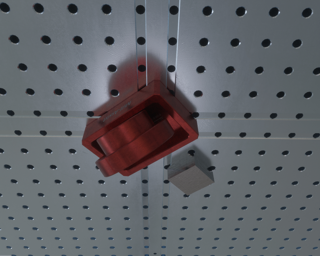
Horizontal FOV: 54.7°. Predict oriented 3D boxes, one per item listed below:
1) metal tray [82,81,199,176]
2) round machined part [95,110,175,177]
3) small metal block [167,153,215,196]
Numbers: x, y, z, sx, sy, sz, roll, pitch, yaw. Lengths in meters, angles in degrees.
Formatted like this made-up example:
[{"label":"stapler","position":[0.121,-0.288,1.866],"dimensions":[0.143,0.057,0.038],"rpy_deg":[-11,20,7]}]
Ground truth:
[{"label":"metal tray","position":[-0.026,0.006,0.413],"dimensions":[0.130,0.030,0.090],"rpy_deg":[-31,124,23]},{"label":"round machined part","position":[-0.035,0.013,0.367],"dimensions":[0.098,0.098,0.042],"rpy_deg":[-31,94,23]},{"label":"small metal block","position":[0.047,0.072,0.473],"dimensions":[0.050,0.025,0.050],"rpy_deg":[-32,123,24]}]
